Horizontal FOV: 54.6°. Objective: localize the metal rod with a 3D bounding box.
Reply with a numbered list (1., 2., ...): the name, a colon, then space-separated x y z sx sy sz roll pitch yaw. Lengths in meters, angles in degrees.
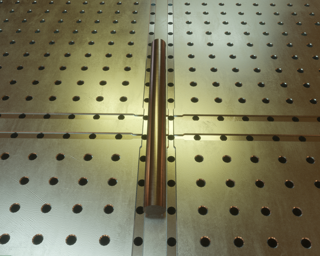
1. metal rod: -0.004 -0.026 0.430 0.025 0.025 0.300 1 50 0
